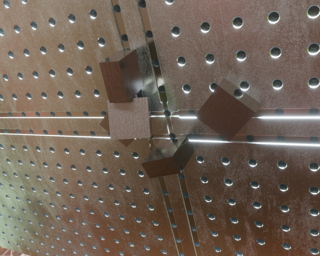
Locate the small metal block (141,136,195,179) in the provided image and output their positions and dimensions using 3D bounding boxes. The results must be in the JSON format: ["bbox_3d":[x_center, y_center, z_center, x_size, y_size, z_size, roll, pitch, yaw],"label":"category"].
[{"bbox_3d":[0.011,0.039,0.414,0.050,0.050,0.025,-16,110,34],"label":"small metal block"}]

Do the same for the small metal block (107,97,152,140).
[{"bbox_3d":[-0.037,-0.012,0.394,0.050,0.025,0.050,-4,94,5],"label":"small metal block"}]

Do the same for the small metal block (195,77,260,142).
[{"bbox_3d":[0.077,-0.021,0.358,0.050,0.025,0.050,37,129,3],"label":"small metal block"}]

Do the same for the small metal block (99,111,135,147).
[{"bbox_3d":[-0.049,-0.009,0.432,0.050,0.025,0.050,40,129,1],"label":"small metal block"}]

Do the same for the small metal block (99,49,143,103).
[{"bbox_3d":[-0.045,-0.064,0.378,0.025,0.050,0.050,-1,118,20],"label":"small metal block"}]
